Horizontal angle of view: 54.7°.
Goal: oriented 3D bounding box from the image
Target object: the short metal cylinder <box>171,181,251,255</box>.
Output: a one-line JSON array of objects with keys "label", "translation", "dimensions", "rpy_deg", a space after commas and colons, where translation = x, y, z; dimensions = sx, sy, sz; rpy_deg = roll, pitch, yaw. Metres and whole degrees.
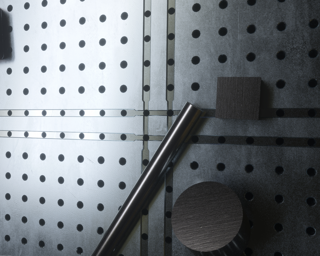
[{"label": "short metal cylinder", "translation": [0.059, 0.109, 0.358], "dimensions": [0.080, 0.050, 0.080], "rpy_deg": [-14, 48, 17]}]

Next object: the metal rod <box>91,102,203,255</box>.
[{"label": "metal rod", "translation": [-0.032, 0.098, 0.423], "dimensions": [0.025, 0.025, 0.299], "rpy_deg": [35, 101, 16]}]

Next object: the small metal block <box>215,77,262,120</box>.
[{"label": "small metal block", "translation": [0.096, -0.036, 0.378], "dimensions": [0.050, 0.025, 0.050], "rpy_deg": [3, 91, 20]}]

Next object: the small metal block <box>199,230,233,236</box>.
[{"label": "small metal block", "translation": [0.071, 0.150, 0.387], "dimensions": [0.050, 0.025, 0.050], "rpy_deg": [-11, 87, 19]}]

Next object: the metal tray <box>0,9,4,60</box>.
[{"label": "metal tray", "translation": [-0.330, -0.155, 0.527], "dimensions": [0.130, 0.030, 0.089], "rpy_deg": [-4, 89, 19]}]
